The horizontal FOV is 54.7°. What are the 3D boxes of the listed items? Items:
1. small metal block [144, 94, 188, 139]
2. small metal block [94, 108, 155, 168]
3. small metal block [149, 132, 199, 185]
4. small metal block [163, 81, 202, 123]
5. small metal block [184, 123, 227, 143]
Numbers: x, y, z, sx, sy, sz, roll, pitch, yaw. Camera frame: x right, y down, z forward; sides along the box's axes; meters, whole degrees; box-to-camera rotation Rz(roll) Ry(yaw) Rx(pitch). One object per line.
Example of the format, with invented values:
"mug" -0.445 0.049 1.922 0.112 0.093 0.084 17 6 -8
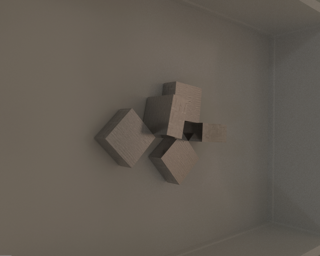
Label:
"small metal block" 0.005 -0.014 0.394 0.025 0.050 0.050 16 80 -39
"small metal block" -0.041 0.012 0.372 0.050 0.025 0.050 -53 121 -27
"small metal block" 0.020 0.041 0.423 0.050 0.025 0.050 -48 119 -29
"small metal block" 0.030 -0.034 0.432 0.050 0.025 0.050 8 85 -40
"small metal block" 0.058 0.007 0.439 0.050 0.050 0.025 4 88 -40
